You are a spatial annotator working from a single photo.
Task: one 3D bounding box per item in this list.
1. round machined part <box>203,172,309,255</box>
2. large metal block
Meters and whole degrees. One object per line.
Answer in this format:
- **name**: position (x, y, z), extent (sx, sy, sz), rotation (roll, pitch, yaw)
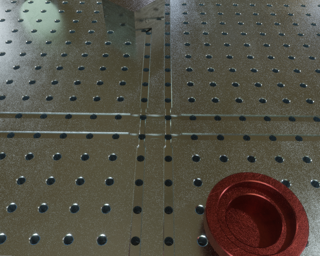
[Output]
- **round machined part**: position (0.093, 0.097, 0.316), extent (0.099, 0.042, 0.098), rotation (0, 50, 0)
- **large metal block**: position (-0.049, -0.222, 0.578), extent (0.080, 0.050, 0.080), rotation (33, 57, 24)
